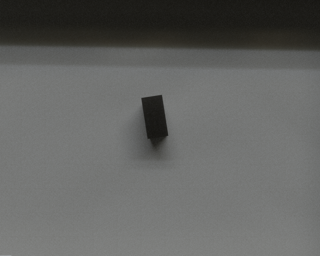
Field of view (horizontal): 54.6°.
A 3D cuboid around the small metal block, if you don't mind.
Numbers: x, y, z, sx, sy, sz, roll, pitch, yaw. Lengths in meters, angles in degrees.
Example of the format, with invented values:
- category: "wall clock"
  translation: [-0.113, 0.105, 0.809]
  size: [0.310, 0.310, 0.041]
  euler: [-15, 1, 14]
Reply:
- category: "small metal block"
  translation: [-0.006, -0.013, 0.395]
  size: [0.025, 0.050, 0.050]
  euler: [-9, 90, 0]
